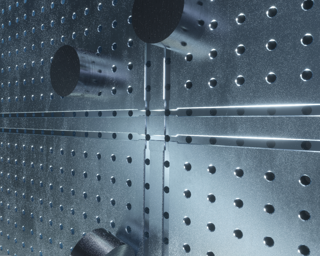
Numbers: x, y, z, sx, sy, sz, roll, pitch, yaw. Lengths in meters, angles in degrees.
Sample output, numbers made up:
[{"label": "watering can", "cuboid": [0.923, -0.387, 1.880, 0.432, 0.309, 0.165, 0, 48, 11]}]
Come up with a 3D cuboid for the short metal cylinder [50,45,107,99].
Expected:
[{"label": "short metal cylinder", "cuboid": [-0.132, -0.089, 0.499, 0.080, 0.050, 0.079, 0, 90, 39]}]

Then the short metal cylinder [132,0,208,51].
[{"label": "short metal cylinder", "cuboid": [0.012, -0.139, 0.382, 0.080, 0.050, 0.079, 0, 90, 39]}]

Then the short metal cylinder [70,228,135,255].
[{"label": "short metal cylinder", "cuboid": [-0.082, 0.191, 0.439, 0.050, 0.081, 0.079, 19, 102, 38]}]
